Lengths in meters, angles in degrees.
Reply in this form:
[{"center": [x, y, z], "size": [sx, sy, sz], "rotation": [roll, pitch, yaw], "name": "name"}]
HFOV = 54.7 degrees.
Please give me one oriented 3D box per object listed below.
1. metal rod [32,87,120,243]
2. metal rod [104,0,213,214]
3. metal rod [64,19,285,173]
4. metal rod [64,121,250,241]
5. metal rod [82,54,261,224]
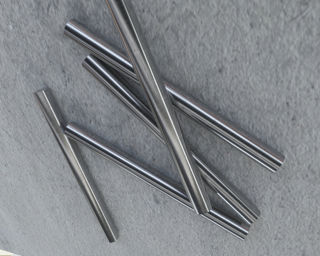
[{"center": [-0.133, 0.074, 0.519], "size": [0.025, 0.025, 0.298], "rotation": [-6, 116, 30], "name": "metal rod"}, {"center": [0.002, -0.024, 0.355], "size": [0.025, 0.025, 0.299], "rotation": [-10, 114, 32], "name": "metal rod"}, {"center": [0.013, -0.041, 0.373], "size": [0.301, 0.025, 0.025], "rotation": [34, 129, 5], "name": "metal rod"}, {"center": [-0.010, 0.073, 0.455], "size": [0.301, 0.025, 0.025], "rotation": [29, 128, 9], "name": "metal rod"}, {"center": [0.017, 0.015, 0.406], "size": [0.300, 0.025, 0.025], "rotation": [44, 129, -3], "name": "metal rod"}]
